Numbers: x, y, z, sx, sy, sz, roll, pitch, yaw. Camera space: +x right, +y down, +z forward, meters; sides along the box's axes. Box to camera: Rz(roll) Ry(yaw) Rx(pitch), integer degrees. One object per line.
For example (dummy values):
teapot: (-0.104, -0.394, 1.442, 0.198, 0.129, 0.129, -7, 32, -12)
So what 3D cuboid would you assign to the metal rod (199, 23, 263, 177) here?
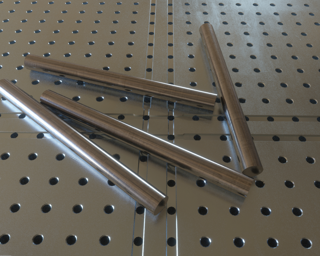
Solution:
metal rod: (0.096, -0.063, 0.461, 0.025, 0.025, 0.300, -4, 50, -3)

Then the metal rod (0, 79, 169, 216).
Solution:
metal rod: (-0.115, 0.012, 0.397, 0.300, 0.025, 0.025, 32, 57, 24)

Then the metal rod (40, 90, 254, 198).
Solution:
metal rod: (-0.030, 0.013, 0.396, 0.300, 0.025, 0.025, 23, 54, 18)

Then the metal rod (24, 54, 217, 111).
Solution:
metal rod: (-0.065, -0.071, 0.466, 0.301, 0.025, 0.025, 14, 51, 11)
